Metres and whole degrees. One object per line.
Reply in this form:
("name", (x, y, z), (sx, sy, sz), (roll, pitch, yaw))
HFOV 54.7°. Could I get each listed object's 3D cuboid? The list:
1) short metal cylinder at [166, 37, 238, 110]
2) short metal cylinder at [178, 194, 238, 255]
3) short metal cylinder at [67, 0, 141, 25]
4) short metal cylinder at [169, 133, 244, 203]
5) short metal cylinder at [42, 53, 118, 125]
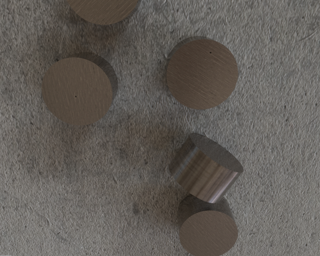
("short metal cylinder", (0.048, -0.067, 0.372), (0.081, 0.050, 0.079), (0, 110, 0))
("short metal cylinder", (0.067, 0.138, 0.448), (0.081, 0.050, 0.079), (0, 110, 0))
("short metal cylinder", (-0.059, -0.155, 0.338), (0.081, 0.050, 0.079), (0, 110, 0))
("short metal cylinder", (0.059, 0.050, 0.399), (0.080, 0.080, 0.050), (29, 108, -10))
("short metal cylinder", (-0.095, -0.049, 0.377), (0.081, 0.050, 0.079), (0, 110, 0))
